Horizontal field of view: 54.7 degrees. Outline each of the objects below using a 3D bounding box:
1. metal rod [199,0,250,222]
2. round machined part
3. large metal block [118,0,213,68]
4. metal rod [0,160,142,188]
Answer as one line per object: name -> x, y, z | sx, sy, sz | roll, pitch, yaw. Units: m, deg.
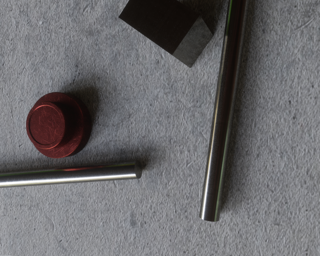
metal rod -> 0.081, -0.035, 0.380 | 0.025, 0.025, 0.298 | 8, 93, 19
round machined part -> -0.154, -0.004, 0.453 | 0.098, 0.042, 0.097 | 0, 90, 19
large metal block -> 0.011, -0.122, 0.375 | 0.080, 0.080, 0.050 | 39, 102, 15
metal rod -> -0.170, 0.073, 0.467 | 0.301, 0.025, 0.025 | -7, 88, 19
